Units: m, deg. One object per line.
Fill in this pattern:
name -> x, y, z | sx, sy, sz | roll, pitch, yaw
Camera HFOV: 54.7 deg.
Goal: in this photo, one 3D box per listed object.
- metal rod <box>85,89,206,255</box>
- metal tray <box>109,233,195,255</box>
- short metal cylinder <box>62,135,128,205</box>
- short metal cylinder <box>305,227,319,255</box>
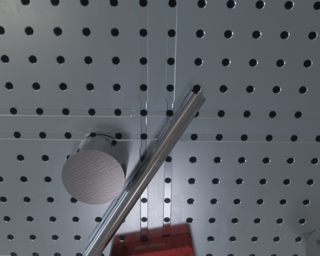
metal rod -> -0.029, 0.076, 0.441 | 0.025, 0.025, 0.298 | 30, 107, -11
metal tray -> -0.007, 0.223, 0.492 | 0.131, 0.030, 0.089 | -11, 110, 3
short metal cylinder -> -0.085, 0.056, 0.420 | 0.081, 0.050, 0.079 | 0, 110, 0
short metal cylinder -> 0.266, 0.189, 0.456 | 0.080, 0.080, 0.050 | -39, 106, 13
